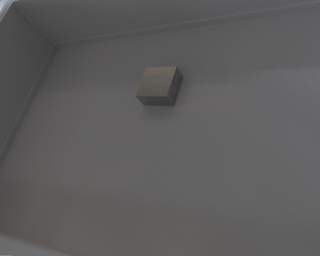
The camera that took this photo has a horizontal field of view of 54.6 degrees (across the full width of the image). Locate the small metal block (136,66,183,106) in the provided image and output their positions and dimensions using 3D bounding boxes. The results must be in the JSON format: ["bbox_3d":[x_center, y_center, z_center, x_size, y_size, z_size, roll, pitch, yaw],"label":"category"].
[{"bbox_3d":[0.000,-0.060,0.443,0.050,0.025,0.050,4,63,30],"label":"small metal block"}]
